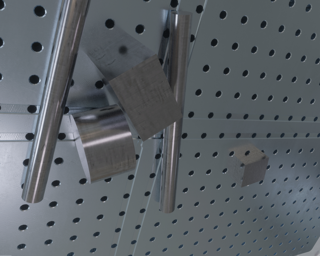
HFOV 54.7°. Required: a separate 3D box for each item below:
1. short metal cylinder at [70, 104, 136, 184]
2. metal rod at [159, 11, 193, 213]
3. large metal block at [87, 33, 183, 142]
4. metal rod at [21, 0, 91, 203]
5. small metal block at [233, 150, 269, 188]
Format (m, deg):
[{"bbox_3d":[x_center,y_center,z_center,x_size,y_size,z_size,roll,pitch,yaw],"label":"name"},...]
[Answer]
[{"bbox_3d":[-0.065,0.017,0.351,0.050,0.080,0.079,-15,125,-20],"label":"short metal cylinder"},{"bbox_3d":[0.018,0.000,0.420,0.025,0.025,0.298,-11,123,-23],"label":"metal rod"},{"bbox_3d":[-0.027,-0.045,0.333,0.050,0.080,0.080,-32,129,-7],"label":"large metal block"},{"bbox_3d":[-0.107,-0.046,0.324,0.025,0.025,0.298,7,115,-32],"label":"metal rod"},{"bbox_3d":[0.158,0.071,0.542,0.050,0.025,0.050,-14,124,-21],"label":"small metal block"}]
